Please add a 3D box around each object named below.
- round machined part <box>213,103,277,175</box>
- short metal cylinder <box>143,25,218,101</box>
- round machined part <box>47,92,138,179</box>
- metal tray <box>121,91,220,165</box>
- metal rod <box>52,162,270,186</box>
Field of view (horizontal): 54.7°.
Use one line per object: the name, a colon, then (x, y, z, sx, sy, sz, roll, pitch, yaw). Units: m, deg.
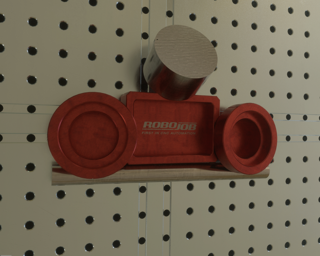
round machined part: (0.114, 0.015, 0.436, 0.099, 0.042, 0.097, 1, 88, -28)
short metal cylinder: (0.024, -0.081, 0.389, 0.081, 0.050, 0.080, 9, 61, -16)
round machined part: (-0.078, 0.009, 0.366, 0.099, 0.042, 0.097, 1, 87, -12)
metal tray: (0.015, 0.001, 0.411, 0.131, 0.030, 0.089, 1, 90, -21)
metal rod: (0.015, 0.059, 0.414, 0.302, 0.025, 0.025, 2, 90, -20)
